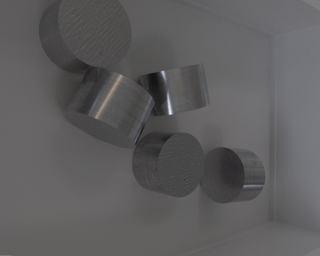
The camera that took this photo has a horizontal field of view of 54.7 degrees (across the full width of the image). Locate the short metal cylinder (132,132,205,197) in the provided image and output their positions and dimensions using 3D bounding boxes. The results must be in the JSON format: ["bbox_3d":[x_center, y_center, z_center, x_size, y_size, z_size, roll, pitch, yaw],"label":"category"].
[{"bbox_3d":[0.012,0.045,0.400,0.081,0.050,0.080,0,90,-40],"label":"short metal cylinder"}]

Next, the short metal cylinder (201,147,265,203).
[{"bbox_3d":[0.107,0.070,0.460,0.050,0.080,0.080,8,85,-40],"label":"short metal cylinder"}]

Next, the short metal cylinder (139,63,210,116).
[{"bbox_3d":[0.019,-0.048,0.386,0.081,0.080,0.050,-19,102,-38],"label":"short metal cylinder"}]

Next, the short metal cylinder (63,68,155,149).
[{"bbox_3d":[-0.052,-0.019,0.327,0.080,0.080,0.050,36,68,-34],"label":"short metal cylinder"}]

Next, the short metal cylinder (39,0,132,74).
[{"bbox_3d":[-0.077,-0.100,0.325,0.081,0.050,0.080,0,90,-40],"label":"short metal cylinder"}]
